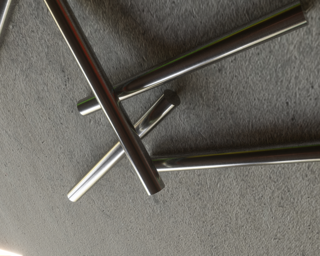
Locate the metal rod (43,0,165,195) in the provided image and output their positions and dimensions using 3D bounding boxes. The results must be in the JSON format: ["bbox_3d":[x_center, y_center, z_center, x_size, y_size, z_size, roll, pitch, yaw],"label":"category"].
[{"bbox_3d":[-0.073,-0.053,0.381,0.025,0.025,0.299,-23,97,36],"label":"metal rod"}]

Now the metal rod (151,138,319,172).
[{"bbox_3d":[0.108,0.033,0.369,0.300,0.025,0.025,-9,114,31],"label":"metal rod"}]

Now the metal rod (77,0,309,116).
[{"bbox_3d":[0.010,-0.066,0.359,0.300,0.025,0.025,-17,109,34],"label":"metal rod"}]

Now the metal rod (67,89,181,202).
[{"bbox_3d":[-0.070,0.042,0.468,0.025,0.025,0.299,44,129,-3],"label":"metal rod"}]

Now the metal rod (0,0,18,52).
[{"bbox_3d":[-0.204,-0.166,0.409,0.025,0.025,0.299,44,129,-3],"label":"metal rod"}]
